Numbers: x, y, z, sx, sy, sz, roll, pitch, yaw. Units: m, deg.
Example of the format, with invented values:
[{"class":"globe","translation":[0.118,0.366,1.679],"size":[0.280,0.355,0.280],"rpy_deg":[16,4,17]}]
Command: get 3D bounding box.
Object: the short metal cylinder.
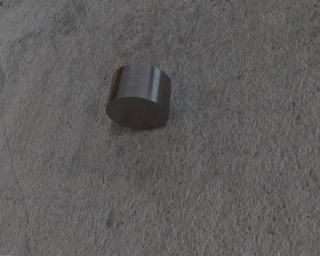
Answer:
[{"class":"short metal cylinder","translation":[-0.027,-0.039,0.407],"size":[0.080,0.080,0.050],"rpy_deg":[-8,58,24]}]
